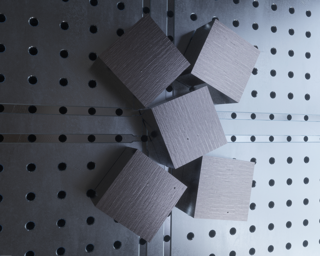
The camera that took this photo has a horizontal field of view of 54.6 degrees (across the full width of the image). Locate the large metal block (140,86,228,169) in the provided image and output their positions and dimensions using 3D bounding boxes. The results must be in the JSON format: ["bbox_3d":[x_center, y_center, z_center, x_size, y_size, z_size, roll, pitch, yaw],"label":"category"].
[{"bbox_3d":[0.031,-0.002,0.409,0.081,0.050,0.080,-24,98,-18],"label":"large metal block"}]

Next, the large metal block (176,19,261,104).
[{"bbox_3d":[0.078,-0.087,0.427,0.080,0.050,0.080,28,81,-21],"label":"large metal block"}]

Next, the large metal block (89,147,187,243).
[{"bbox_3d":[-0.028,0.080,0.387,0.080,0.050,0.080,39,77,-16],"label":"large metal block"}]

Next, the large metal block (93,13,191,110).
[{"bbox_3d":[-0.024,-0.080,0.390,0.080,0.050,0.080,-46,104,-14],"label":"large metal block"}]

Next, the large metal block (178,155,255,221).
[{"bbox_3d":[0.077,0.080,0.427,0.081,0.050,0.080,10,87,-20],"label":"large metal block"}]
